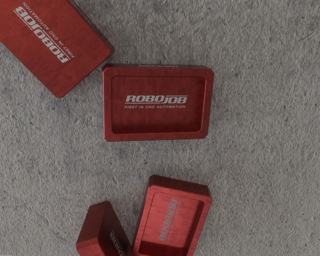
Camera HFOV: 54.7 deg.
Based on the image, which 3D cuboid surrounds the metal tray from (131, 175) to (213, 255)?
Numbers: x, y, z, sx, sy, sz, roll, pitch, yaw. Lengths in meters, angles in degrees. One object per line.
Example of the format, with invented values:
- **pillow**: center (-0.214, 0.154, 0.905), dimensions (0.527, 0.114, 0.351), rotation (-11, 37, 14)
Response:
- **metal tray**: center (0.015, 0.139, 0.458), dimensions (0.091, 0.030, 0.129), rotation (13, 110, -5)

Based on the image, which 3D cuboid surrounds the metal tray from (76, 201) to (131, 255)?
- **metal tray**: center (-0.069, 0.182, 0.441), dimensions (0.030, 0.090, 0.129), rotation (-19, 109, 7)

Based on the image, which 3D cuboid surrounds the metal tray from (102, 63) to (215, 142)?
- **metal tray**: center (-0.004, -0.031, 0.382), dimensions (0.131, 0.030, 0.089), rotation (-1, 111, -11)

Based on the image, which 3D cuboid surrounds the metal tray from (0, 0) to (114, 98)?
- **metal tray**: center (-0.131, -0.112, 0.365), dimensions (0.090, 0.030, 0.130), rotation (-38, 106, 13)
